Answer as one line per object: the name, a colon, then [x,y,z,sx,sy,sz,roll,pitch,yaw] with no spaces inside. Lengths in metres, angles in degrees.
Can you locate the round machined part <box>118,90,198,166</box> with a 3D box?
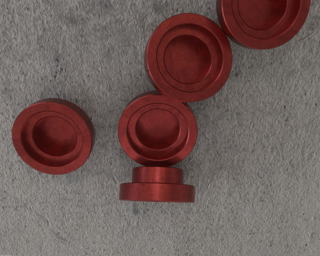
round machined part: [-0.003,-0.001,0.400,0.099,0.042,0.097,0,110,0]

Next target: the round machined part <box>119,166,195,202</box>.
round machined part: [-0.003,0.075,0.408,0.099,0.098,0.042,2,76,-1]

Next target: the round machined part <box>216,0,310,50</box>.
round machined part: [0.110,-0.138,0.346,0.099,0.042,0.097,-2,105,-7]

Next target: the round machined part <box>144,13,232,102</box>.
round machined part: [0.030,-0.078,0.361,0.099,0.042,0.097,-1,93,-11]

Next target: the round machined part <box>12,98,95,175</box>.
round machined part: [-0.133,0.008,0.402,0.099,0.042,0.097,0,110,0]
